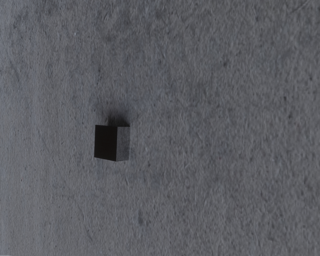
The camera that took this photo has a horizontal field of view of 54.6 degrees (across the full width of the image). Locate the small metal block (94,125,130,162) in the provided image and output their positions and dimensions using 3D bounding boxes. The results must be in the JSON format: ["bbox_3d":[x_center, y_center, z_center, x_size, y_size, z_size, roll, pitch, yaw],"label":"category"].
[{"bbox_3d":[-0.072,0.021,0.466,0.050,0.025,0.050,5,93,40],"label":"small metal block"}]
